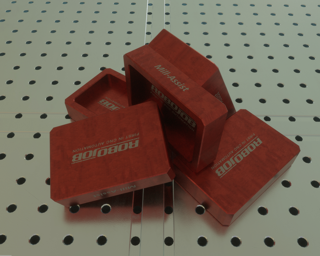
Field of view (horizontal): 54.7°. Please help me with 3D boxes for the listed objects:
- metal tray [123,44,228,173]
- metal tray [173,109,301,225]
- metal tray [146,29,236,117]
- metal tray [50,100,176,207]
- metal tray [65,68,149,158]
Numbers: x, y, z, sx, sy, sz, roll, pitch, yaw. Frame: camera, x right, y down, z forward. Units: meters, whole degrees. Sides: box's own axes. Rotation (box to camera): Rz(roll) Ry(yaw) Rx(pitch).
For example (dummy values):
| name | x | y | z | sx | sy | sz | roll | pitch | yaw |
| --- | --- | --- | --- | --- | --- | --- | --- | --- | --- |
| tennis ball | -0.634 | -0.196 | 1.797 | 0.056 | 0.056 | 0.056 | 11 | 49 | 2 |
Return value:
| name | x | y | z | sx | sy | sz | roll | pitch | yaw |
| --- | --- | --- | --- | --- | --- | --- | --- | --- | --- |
| metal tray | 0.011 | -0.022 | 0.345 | 0.030 | 0.089 | 0.130 | -31 | 57 | -24 |
| metal tray | 0.090 | 0.040 | 0.370 | 0.131 | 0.030 | 0.090 | -34 | 58 | -26 |
| metal tray | 0.043 | -0.057 | 0.389 | 0.030 | 0.130 | 0.090 | -47 | 60 | 1 |
| metal tray | -0.056 | 0.028 | 0.349 | 0.131 | 0.030 | 0.090 | -15 | 61 | 6 |
| metal tray | -0.051 | -0.025 | 0.424 | 0.130 | 0.030 | 0.090 | 29 | 56 | 22 |
